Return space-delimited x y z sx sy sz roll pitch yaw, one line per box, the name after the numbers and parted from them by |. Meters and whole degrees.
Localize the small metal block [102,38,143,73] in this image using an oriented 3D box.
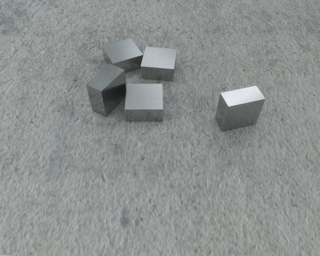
-0.060 -0.115 0.499 0.050 0.025 0.050 -21 53 -17 | small metal block

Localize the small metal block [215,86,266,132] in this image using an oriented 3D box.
0.104 -0.025 0.409 0.050 0.050 0.025 -12 51 -11 | small metal block

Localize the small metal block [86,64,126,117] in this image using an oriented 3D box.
-0.072 -0.052 0.430 0.025 0.050 0.050 26 55 20 | small metal block

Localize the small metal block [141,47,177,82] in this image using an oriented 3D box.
-0.001 -0.101 0.488 0.050 0.025 0.050 6 50 4 | small metal block

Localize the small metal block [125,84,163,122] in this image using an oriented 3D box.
-0.022 -0.036 0.433 0.050 0.025 0.050 0 50 -1 | small metal block
